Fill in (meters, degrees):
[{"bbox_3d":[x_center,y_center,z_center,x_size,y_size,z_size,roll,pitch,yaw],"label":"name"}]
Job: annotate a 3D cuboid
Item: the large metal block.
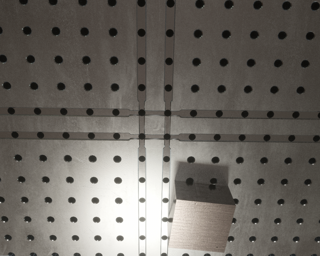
[{"bbox_3d":[0.057,0.127,0.448,0.081,0.050,0.079,7,110,-3],"label":"large metal block"}]
